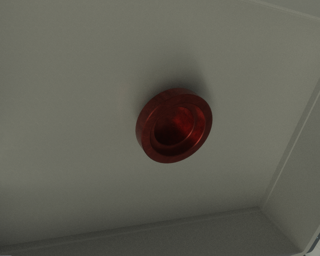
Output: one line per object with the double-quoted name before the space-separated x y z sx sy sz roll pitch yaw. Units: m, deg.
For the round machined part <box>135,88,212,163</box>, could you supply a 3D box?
"round machined part" 0.014 -0.006 0.397 0.099 0.042 0.097 -14 124 -21
